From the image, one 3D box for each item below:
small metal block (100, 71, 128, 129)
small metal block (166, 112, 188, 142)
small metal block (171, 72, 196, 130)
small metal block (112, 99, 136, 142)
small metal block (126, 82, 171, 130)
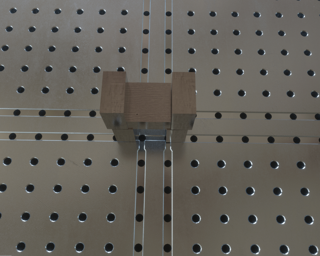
[{"bbox_3d":[-0.050,-0.030,0.355,0.025,0.050,0.050,1,70,0],"label":"small metal block"},{"bbox_3d":[0.020,-0.013,0.403,0.025,0.050,0.050,-1,70,-1],"label":"small metal block"},{"bbox_3d":[0.026,-0.030,0.355,0.025,0.050,0.050,1,70,0],"label":"small metal block"},{"bbox_3d":[-0.045,-0.013,0.402,0.025,0.050,0.050,1,70,0],"label":"small metal block"},{"bbox_3d":[-0.013,-0.026,0.369,0.050,0.025,0.050,1,70,0],"label":"small metal block"}]
